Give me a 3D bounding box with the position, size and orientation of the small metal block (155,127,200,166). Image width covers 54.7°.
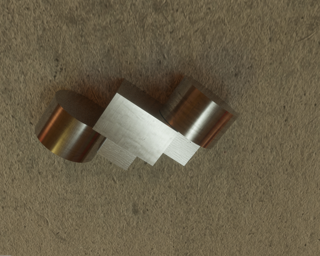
[{"bbox_3d":[0.026,0.015,0.417,0.050,0.025,0.050,34,107,-12],"label":"small metal block"}]

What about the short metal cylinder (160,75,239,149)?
[{"bbox_3d":[0.047,-0.020,0.375,0.080,0.080,0.050,34,107,-12],"label":"short metal cylinder"}]

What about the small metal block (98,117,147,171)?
[{"bbox_3d":[-0.052,0.021,0.419,0.050,0.025,0.050,34,107,-12],"label":"small metal block"}]

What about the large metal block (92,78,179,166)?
[{"bbox_3d":[-0.027,-0.011,0.378,0.080,0.080,0.050,33,107,-12],"label":"large metal block"}]

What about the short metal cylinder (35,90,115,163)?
[{"bbox_3d":[-0.103,-0.003,0.380,0.080,0.080,0.050,33,107,-12],"label":"short metal cylinder"}]
